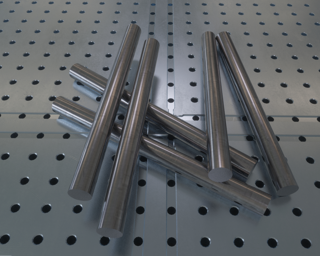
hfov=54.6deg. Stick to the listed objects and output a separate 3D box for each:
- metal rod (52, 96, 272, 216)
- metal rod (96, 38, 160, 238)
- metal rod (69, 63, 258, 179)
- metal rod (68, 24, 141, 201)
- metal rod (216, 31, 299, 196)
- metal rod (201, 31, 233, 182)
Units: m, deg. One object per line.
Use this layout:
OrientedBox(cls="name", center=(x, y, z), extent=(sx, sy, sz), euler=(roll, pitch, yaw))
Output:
OrientedBox(cls="metal rod", center=(-0.013, 0.026, 0.386), extent=(0.300, 0.025, 0.025), euler=(25, 54, 19))
OrientedBox(cls="metal rod", center=(-0.030, -0.016, 0.386), extent=(0.025, 0.025, 0.300), euler=(5, 50, 4))
OrientedBox(cls="metal rod", center=(-0.011, -0.020, 0.424), extent=(0.300, 0.025, 0.025), euler=(30, 56, 23))
OrientedBox(cls="metal rod", center=(-0.062, -0.045, 0.411), extent=(0.025, 0.025, 0.300), euler=(6, 50, 5))
OrientedBox(cls="metal rod", center=(0.126, -0.043, 0.444), extent=(0.025, 0.025, 0.300), euler=(-5, 50, -4))
OrientedBox(cls="metal rod", center=(0.074, -0.054, 0.432), extent=(0.025, 0.025, 0.300), euler=(3, 44, 3))
